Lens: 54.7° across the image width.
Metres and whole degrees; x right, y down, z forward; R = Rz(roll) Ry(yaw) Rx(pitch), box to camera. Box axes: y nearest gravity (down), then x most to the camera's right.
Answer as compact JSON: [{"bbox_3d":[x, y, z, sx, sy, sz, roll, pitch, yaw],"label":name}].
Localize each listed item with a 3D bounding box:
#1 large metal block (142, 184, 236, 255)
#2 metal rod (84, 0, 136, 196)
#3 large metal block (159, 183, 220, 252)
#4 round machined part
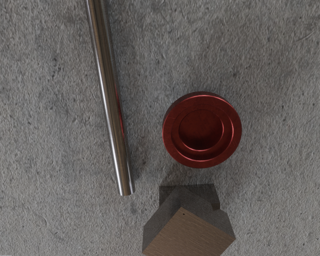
[{"bbox_3d":[0.034,0.132,0.393,0.080,0.050,0.080,33,107,-12],"label":"large metal block"},{"bbox_3d":[-0.063,-0.049,0.390,0.025,0.025,0.298,-6,110,2],"label":"metal rod"},{"bbox_3d":[0.041,0.129,0.445,0.081,0.050,0.079,-3,110,1],"label":"large metal block"},{"bbox_3d":[0.052,0.000,0.401,0.099,0.042,0.097,0,110,-1],"label":"round machined part"}]
